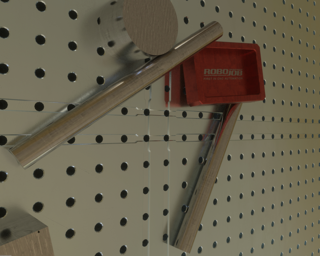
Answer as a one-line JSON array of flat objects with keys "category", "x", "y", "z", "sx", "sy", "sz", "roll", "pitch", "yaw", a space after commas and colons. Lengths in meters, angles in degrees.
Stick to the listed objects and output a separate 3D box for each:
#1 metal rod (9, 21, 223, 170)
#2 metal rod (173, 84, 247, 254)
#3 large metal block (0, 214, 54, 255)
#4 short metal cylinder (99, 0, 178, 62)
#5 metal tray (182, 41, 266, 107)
[{"category": "metal rod", "x": -0.029, "y": -0.053, "z": 0.362, "sx": 0.302, "sy": 0.025, "sz": 0.025, "roll": -38, "pitch": 114, "yaw": -26}, {"category": "metal rod", "x": 0.087, "y": 0.041, "z": 0.482, "sx": 0.025, "sy": 0.025, "sz": 0.300, "roll": 37, "pitch": 68, "yaw": -34}, {"category": "large metal block", "x": -0.140, "y": 0.135, "z": 0.276, "sx": 0.081, "sy": 0.050, "sz": 0.079, "roll": -15, "pitch": 100, "yaw": -39}, {"category": "short metal cylinder", "x": -0.025, "y": -0.123, "z": 0.372, "sx": 0.081, "sy": 0.050, "sz": 0.079, "roll": 0, "pitch": 90, "yaw": -40}, {"category": "metal tray", "x": 0.098, "y": -0.082, "z": 0.468, "sx": 0.131, "sy": 0.030, "sz": 0.089, "roll": -6, "pitch": 89, "yaw": -30}]
